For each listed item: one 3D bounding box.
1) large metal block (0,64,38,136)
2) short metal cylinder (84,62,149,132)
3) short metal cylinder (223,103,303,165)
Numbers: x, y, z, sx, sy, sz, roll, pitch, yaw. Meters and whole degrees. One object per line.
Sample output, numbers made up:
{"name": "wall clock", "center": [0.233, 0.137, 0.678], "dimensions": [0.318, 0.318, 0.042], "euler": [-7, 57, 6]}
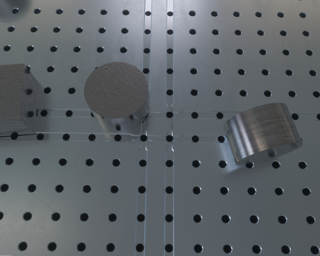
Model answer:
{"name": "large metal block", "center": [-0.213, -0.035, 0.410], "dimensions": [0.081, 0.050, 0.080], "euler": [-5, 70, -2]}
{"name": "short metal cylinder", "center": [-0.055, -0.040, 0.413], "dimensions": [0.081, 0.050, 0.080], "euler": [0, 70, 0]}
{"name": "short metal cylinder", "center": [0.125, 0.009, 0.380], "dimensions": [0.081, 0.080, 0.050], "euler": [-13, 71, -5]}
